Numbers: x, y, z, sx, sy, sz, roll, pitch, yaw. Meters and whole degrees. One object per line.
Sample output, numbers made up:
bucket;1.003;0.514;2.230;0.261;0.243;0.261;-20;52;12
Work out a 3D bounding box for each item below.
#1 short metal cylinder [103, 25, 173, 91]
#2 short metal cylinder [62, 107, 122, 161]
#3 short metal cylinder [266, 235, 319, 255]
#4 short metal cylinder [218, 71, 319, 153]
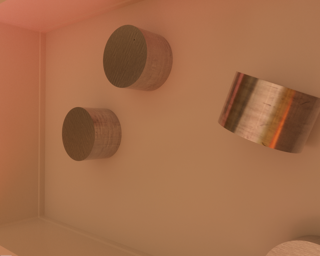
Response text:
short metal cylinder;-0.030;-0.091;0.413;0.080;0.050;0.079;0;90;39
short metal cylinder;-0.105;0.009;0.475;0.080;0.050;0.079;0;90;39
short metal cylinder;0.134;0.138;0.270;0.080;0.050;0.080;-10;73;37
short metal cylinder;0.101;-0.016;0.287;0.080;0.081;0.050;28;108;36
